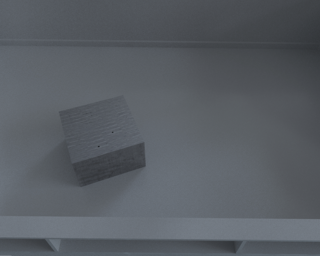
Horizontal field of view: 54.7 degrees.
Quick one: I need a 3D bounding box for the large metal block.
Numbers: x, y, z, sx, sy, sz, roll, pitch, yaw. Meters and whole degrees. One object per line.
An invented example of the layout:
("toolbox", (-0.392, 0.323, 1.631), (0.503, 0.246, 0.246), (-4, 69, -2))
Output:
("large metal block", (-0.069, 0.014, 0.376), (0.081, 0.050, 0.080), (-16, 52, -14))
